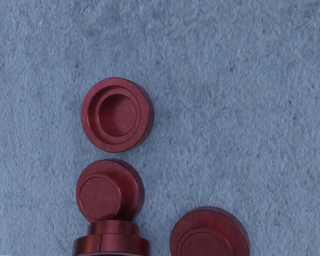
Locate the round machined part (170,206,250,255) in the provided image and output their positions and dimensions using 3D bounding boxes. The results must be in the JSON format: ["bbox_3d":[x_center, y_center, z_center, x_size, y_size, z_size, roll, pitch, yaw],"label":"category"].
[{"bbox_3d":[0.059,0.149,0.379,0.098,0.042,0.097,0,90,19],"label":"round machined part"}]

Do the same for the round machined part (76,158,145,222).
[{"bbox_3d":[-0.074,0.092,0.425,0.098,0.042,0.097,0,90,19],"label":"round machined part"}]

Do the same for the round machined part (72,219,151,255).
[{"bbox_3d":[-0.061,0.149,0.399,0.098,0.098,0.042,-14,54,19],"label":"round machined part"}]

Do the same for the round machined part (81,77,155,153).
[{"bbox_3d":[-0.053,-0.017,0.418,0.098,0.042,0.097,0,90,19],"label":"round machined part"}]
